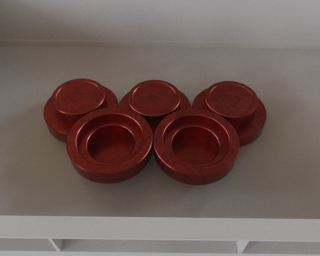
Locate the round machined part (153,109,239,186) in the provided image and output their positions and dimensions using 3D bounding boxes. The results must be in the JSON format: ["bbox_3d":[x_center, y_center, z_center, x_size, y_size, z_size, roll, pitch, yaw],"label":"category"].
[{"bbox_3d":[0.041,0.026,0.370,0.099,0.042,0.098,0,50,0],"label":"round machined part"}]

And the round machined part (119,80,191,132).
[{"bbox_3d":[-0.007,-0.027,0.414,0.099,0.042,0.098,0,49,0],"label":"round machined part"}]

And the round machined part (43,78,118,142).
[{"bbox_3d":[-0.105,-0.029,0.414,0.099,0.042,0.098,1,49,-1],"label":"round machined part"}]

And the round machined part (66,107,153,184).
[{"bbox_3d":[-0.057,0.024,0.371,0.099,0.042,0.098,0,50,0],"label":"round machined part"}]

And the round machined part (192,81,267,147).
[{"bbox_3d":[0.092,-0.025,0.412,0.099,0.042,0.098,0,49,0],"label":"round machined part"}]
